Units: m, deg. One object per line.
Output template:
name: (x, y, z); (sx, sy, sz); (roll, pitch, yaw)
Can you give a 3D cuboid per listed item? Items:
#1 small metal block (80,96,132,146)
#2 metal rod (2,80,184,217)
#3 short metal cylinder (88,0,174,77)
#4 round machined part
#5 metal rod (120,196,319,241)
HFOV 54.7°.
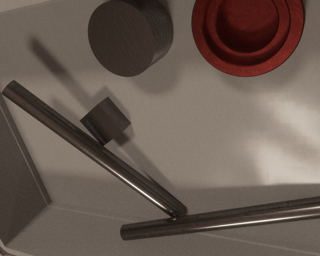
small metal block: (-0.078, -0.009, 0.443); (0.050, 0.025, 0.050); (-34, 100, 38)
metal rod: (-0.088, 0.037, 0.444); (0.301, 0.025, 0.025); (38, 130, -11)
short metal cylinder: (-0.032, -0.103, 0.344); (0.080, 0.050, 0.079); (13, 124, 20)
round machined part: (0.083, -0.101, 0.291); (0.098, 0.042, 0.097); (13, 124, 20)
metal rod: (0.072, 0.129, 0.427); (0.300, 0.025, 0.025); (-17, 110, 27)
